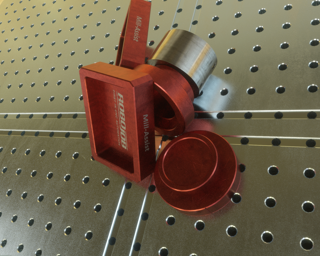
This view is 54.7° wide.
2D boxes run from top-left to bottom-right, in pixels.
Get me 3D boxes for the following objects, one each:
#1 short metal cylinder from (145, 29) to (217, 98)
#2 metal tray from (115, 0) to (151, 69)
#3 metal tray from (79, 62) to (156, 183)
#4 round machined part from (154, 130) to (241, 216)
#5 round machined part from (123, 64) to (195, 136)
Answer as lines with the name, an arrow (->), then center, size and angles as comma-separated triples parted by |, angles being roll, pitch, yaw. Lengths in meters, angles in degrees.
short metal cylinder -> 0.028, -0.082, 0.407 | 0.080, 0.080, 0.050 | 20, 70, 35
metal tray -> -0.044, -0.116, 0.461 | 0.030, 0.090, 0.130 | 12, 59, -14
metal tray -> -0.050, -0.007, 0.375 | 0.090, 0.129, 0.030 | 21, 35, 35
round machined part -> 0.037, 0.045, 0.349 | 0.098, 0.042, 0.098 | -13, 56, 20
round machined part -> 0.003, -0.039, 0.386 | 0.098, 0.098, 0.042 | 23, 58, 36
